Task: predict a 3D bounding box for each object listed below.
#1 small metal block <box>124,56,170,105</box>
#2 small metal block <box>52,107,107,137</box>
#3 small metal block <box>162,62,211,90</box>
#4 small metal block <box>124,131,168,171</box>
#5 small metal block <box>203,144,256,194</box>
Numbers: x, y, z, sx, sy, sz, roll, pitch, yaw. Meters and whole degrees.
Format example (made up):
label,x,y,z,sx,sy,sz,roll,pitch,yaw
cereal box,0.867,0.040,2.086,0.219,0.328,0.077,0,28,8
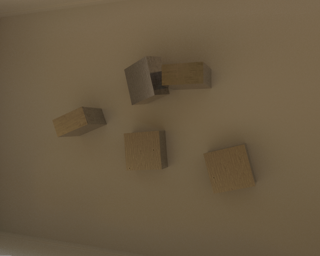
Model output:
label,x,y,z,sx,sy,sz,roll,pitch,yaw
small metal block,-0.018,-0.061,0.405,0.050,0.025,0.050,-17,83,49
small metal block,-0.112,-0.008,0.437,0.050,0.050,0.025,-22,83,19
small metal block,0.034,-0.063,0.385,0.050,0.050,0.025,0,90,20
small metal block,-0.019,0.030,0.417,0.050,0.025,0.050,-5,89,20
small metal block,0.086,0.049,0.380,0.050,0.025,0.050,-15,85,19
